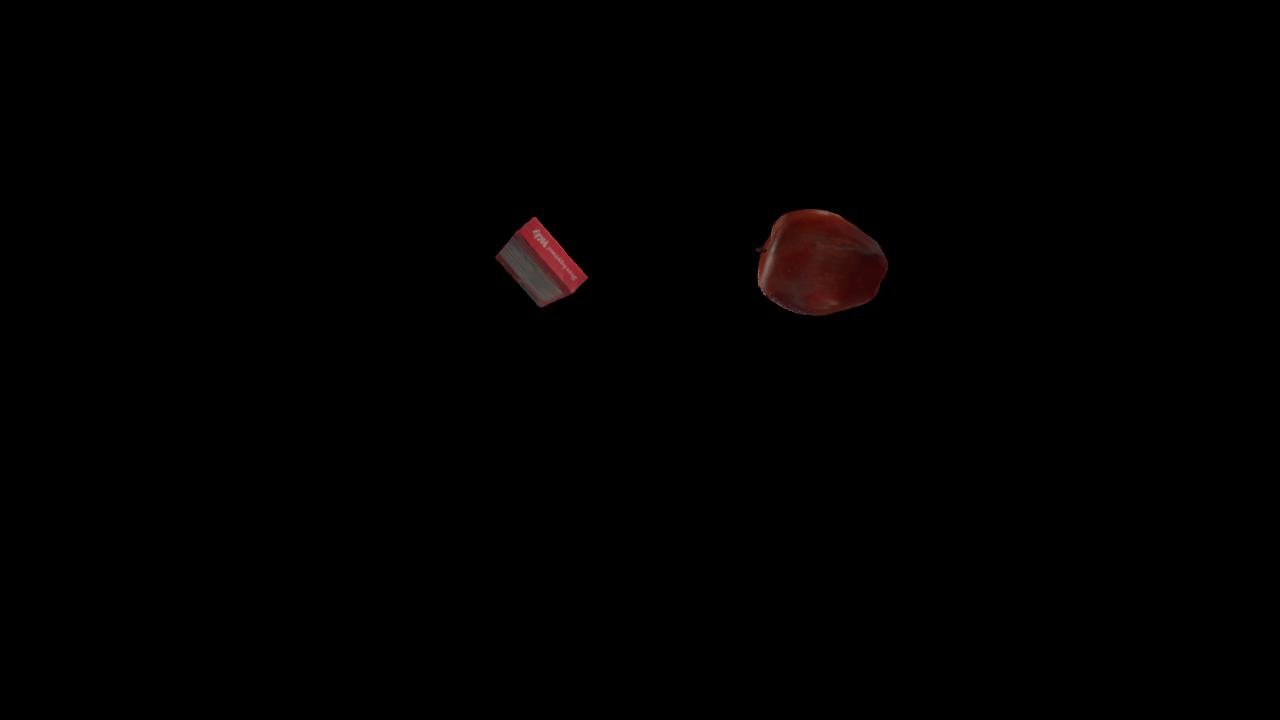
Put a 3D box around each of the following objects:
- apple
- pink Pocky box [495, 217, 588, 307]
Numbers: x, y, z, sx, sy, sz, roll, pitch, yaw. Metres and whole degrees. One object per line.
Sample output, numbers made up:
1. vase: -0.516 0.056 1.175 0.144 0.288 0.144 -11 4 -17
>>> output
1. apple: 0.130 -0.070 0.454 0.093 0.079 0.079 14 0 1
2. pink Pocky box: -0.115 -0.105 0.693 0.029 0.084 0.155 -45 14 -16
